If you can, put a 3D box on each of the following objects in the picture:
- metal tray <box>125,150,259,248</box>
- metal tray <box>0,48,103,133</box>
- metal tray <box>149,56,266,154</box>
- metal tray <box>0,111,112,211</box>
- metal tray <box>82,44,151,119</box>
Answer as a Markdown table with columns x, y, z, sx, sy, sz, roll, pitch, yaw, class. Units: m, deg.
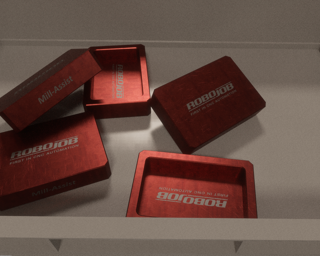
| x | y | z | sx | sy | sz | roll | pitch | yaw | class |
| --- | --- | --- | --- | --- | --- | --- | --- | --- | --- |
| 0.035 | 0.074 | 0.339 | 0.131 | 0.030 | 0.090 | 6 | 50 | 4 | metal tray |
| -0.147 | -0.054 | 0.403 | 0.130 | 0.030 | 0.090 | -42 | 30 | -17 | metal tray |
| 0.064 | -0.033 | 0.411 | 0.131 | 0.030 | 0.090 | -28 | 76 | -22 | metal tray |
| -0.134 | 0.035 | 0.371 | 0.131 | 0.030 | 0.090 | -15 | 52 | -13 | metal tray |
| -0.063 | -0.073 | 0.461 | 0.091 | 0.030 | 0.130 | -4 | 50 | -4 | metal tray |
